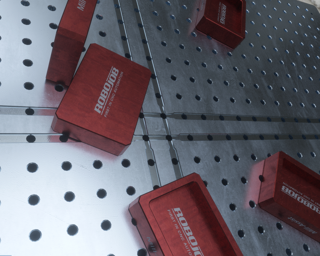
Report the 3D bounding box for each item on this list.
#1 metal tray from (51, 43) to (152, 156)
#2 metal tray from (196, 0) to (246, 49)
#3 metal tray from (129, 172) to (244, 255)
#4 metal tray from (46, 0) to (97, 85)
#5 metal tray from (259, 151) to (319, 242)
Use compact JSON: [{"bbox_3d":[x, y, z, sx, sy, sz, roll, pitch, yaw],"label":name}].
[{"bbox_3d":[-0.068,-0.039,0.393,0.090,0.030,0.130,24,53,-14],"label":"metal tray"},{"bbox_3d":[0.123,-0.226,0.611,0.090,0.030,0.130,23,53,-15],"label":"metal tray"},{"bbox_3d":[0.034,0.125,0.348,0.091,0.030,0.130,-16,71,-35],"label":"metal tray"},{"bbox_3d":[-0.106,-0.129,0.389,0.030,0.090,0.130,17,55,-19],"label":"metal tray"},{"bbox_3d":[0.213,0.104,0.459,0.130,0.030,0.090,31,51,-9],"label":"metal tray"}]
